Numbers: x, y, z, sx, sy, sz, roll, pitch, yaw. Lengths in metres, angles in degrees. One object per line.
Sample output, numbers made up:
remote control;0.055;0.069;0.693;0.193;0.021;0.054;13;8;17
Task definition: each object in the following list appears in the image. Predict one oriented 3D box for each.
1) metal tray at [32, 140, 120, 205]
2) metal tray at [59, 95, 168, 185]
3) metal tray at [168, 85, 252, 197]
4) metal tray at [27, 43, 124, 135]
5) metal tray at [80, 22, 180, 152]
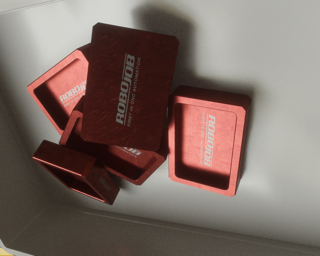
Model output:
metal tray;-0.122;0.071;0.472;0.090;0.030;0.130;16;154;19
metal tray;-0.062;0.021;0.420;0.131;0.030;0.089;29;137;-10
metal tray;0.057;0.017;0.383;0.090;0.030;0.129;12;124;21
metal tray;-0.117;-0.048;0.433;0.130;0.030;0.090;-22;107;36
metal tray;-0.035;-0.044;0.349;0.091;0.030;0.129;9;105;-4
